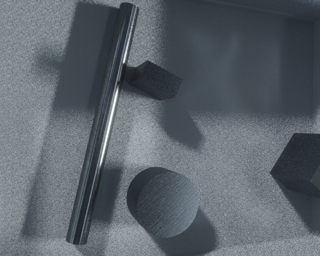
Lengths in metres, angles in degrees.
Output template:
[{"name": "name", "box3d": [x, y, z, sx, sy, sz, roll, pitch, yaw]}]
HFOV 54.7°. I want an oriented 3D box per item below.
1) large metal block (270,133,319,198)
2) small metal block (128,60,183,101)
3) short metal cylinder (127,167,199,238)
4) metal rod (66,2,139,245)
[{"name": "large metal block", "box3d": [0.229, 0.055, 0.468, 0.050, 0.080, 0.080, 40, 77, -16]}, {"name": "small metal block", "box3d": [-0.007, -0.059, 0.396, 0.050, 0.050, 0.025, 26, 82, -19]}, {"name": "short metal cylinder", "box3d": [0.002, 0.093, 0.399, 0.081, 0.050, 0.079, 0, 90, -21]}, {"name": "metal rod", "box3d": [-0.070, -0.009, 0.385, 0.025, 0.025, 0.298, 14, 85, -20]}]
